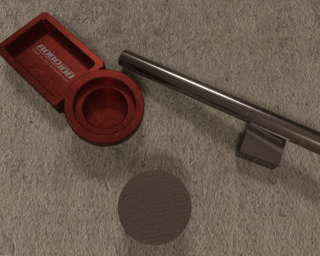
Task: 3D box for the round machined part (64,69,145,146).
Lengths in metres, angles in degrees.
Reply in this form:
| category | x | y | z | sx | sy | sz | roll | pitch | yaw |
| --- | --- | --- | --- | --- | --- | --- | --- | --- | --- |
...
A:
| category | x | y | z | sx | sy | sz | roll | pitch | yaw |
| --- | --- | --- | --- | --- | --- | --- | --- | --- | --- |
| round machined part | -0.070 | -0.023 | 0.403 | 0.099 | 0.042 | 0.098 | 2 | 74 | -6 |

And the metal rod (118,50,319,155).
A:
| category | x | y | z | sx | sy | sz | roll | pitch | yaw |
| --- | --- | --- | --- | --- | --- | --- | --- | --- | --- |
| metal rod | 0.077 | -0.037 | 0.402 | 0.301 | 0.025 | 0.025 | 26 | 72 | 16 |

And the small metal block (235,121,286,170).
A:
| category | x | y | z | sx | sy | sz | roll | pitch | yaw |
| --- | --- | --- | --- | --- | --- | --- | --- | --- | --- |
| small metal block | 0.133 | 0.020 | 0.402 | 0.050 | 0.025 | 0.050 | 21 | 71 | 7 |

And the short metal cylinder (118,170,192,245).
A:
| category | x | y | z | sx | sy | sz | roll | pitch | yaw |
| --- | --- | --- | --- | --- | --- | --- | --- | --- | --- |
| short metal cylinder | -0.006 | 0.093 | 0.361 | 0.081 | 0.050 | 0.080 | 0 | 70 | 0 |

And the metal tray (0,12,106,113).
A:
| category | x | y | z | sx | sy | sz | roll | pitch | yaw |
| --- | --- | --- | --- | --- | --- | --- | --- | --- | --- |
| metal tray | -0.151 | -0.094 | 0.437 | 0.130 | 0.030 | 0.090 | 42 | 75 | 13 |
